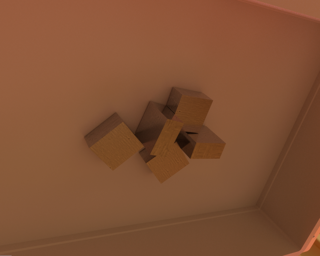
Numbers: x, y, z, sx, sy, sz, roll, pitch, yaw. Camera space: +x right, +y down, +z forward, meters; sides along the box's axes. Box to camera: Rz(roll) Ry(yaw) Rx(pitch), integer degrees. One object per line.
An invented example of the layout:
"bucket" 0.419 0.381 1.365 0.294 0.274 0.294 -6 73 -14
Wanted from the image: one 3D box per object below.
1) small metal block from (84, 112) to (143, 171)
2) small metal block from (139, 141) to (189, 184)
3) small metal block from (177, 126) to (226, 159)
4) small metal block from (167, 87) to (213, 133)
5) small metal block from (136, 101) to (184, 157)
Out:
"small metal block" -0.057 0.018 0.387 0.050 0.025 0.050 -38 130 -3
"small metal block" 0.007 0.043 0.438 0.050 0.025 0.050 -35 129 -5
"small metal block" 0.054 0.019 0.433 0.050 0.050 0.025 3 117 -30
"small metal block" 0.035 -0.023 0.413 0.050 0.025 0.050 6 115 -32
"small metal block" -0.002 0.001 0.391 0.025 0.050 0.050 13 111 -34
